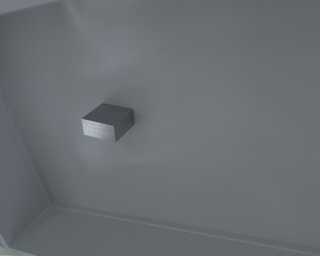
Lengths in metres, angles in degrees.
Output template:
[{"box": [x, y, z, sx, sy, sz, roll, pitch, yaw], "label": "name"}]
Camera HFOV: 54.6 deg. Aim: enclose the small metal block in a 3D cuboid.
[{"box": [-0.070, -0.009, 0.425, 0.050, 0.050, 0.025, 12, 124, 21], "label": "small metal block"}]
